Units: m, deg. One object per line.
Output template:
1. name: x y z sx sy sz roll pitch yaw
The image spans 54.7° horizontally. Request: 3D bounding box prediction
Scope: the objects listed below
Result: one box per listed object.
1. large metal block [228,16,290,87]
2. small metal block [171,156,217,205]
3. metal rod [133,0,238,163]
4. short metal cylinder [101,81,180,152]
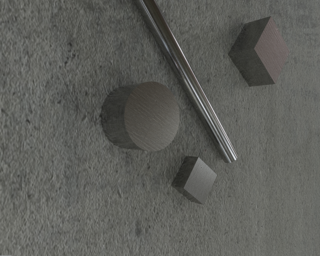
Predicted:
1. large metal block: 0.173 -0.130 0.537 0.080 0.050 0.080 46 62 -31
2. small metal block: 0.051 0.076 0.450 0.050 0.025 0.050 44 64 -32
3. metal rod: 0.041 -0.066 0.441 0.025 0.025 0.299 -48 119 -30
4. short metal cylinder: -0.023 -0.013 0.371 0.081 0.050 0.079 0 90 -40
